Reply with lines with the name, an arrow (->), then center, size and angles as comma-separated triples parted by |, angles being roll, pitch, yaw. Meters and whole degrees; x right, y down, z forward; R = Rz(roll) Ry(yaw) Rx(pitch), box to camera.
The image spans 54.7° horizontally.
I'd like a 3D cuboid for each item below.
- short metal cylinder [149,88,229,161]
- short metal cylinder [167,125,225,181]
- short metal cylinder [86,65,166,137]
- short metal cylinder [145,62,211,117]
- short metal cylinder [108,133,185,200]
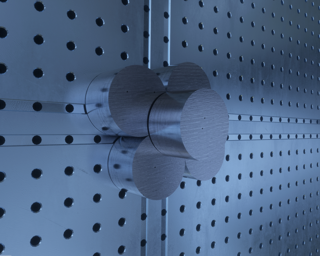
short metal cylinder -> 0.034, -0.004, 0.356 | 0.081, 0.050, 0.079 | -2, 93, -41
short metal cylinder -> 0.045, 0.030, 0.432 | 0.081, 0.050, 0.079 | 0, 90, -40
short metal cylinder -> -0.038, -0.030, 0.361 | 0.081, 0.050, 0.079 | 0, 90, -40
short metal cylinder -> 0.023, -0.044, 0.413 | 0.081, 0.050, 0.079 | 0, 90, -40
short metal cylinder -> -0.016, 0.044, 0.381 | 0.081, 0.050, 0.079 | 0, 90, -40
